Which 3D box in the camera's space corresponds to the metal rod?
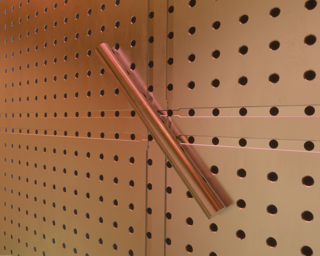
[{"bbox_3d":[-0.012,-0.012,0.421,0.025,0.025,0.299,-50,61,28],"label":"metal rod"}]
